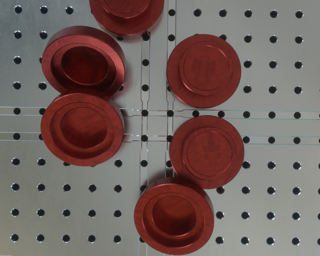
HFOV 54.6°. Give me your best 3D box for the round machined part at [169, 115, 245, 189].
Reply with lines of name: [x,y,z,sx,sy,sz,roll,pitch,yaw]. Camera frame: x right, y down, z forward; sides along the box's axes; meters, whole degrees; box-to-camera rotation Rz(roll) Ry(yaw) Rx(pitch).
round machined part: [0.062,0.032,0.405,0.099,0.042,0.097,0,90,0]

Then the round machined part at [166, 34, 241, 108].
round machined part: [0.057,-0.075,0.405,0.099,0.042,0.097,0,90,0]

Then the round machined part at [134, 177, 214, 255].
round machined part: [0.019,0.107,0.396,0.098,0.042,0.097,2,105,9]

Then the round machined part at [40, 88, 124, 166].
round machined part: [-0.095,-0.004,0.393,0.099,0.042,0.097,-2,114,-4]

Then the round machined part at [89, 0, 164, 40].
round machined part: [-0.043,-0.170,0.404,0.099,0.042,0.097,0,90,0]

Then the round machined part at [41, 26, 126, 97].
round machined part: [-0.092,-0.083,0.387,0.099,0.097,0.042,-2,46,-1]
